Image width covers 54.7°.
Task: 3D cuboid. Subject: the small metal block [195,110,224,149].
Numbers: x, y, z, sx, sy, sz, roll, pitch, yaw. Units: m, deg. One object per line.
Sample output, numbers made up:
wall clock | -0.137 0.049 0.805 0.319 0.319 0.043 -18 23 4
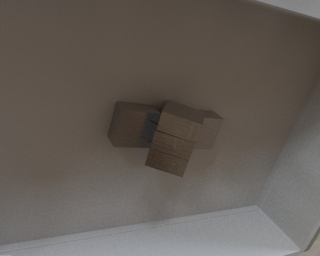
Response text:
small metal block | 0.056 0.002 0.441 0.050 0.025 0.050 3 117 -30

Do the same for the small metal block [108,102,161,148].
small metal block | -0.033 -0.003 0.388 0.050 0.025 0.050 4 117 -31

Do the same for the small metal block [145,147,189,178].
small metal block | 0.012 0.035 0.407 0.050 0.050 0.025 18 113 3

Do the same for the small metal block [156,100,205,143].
small metal block | 0.027 -0.009 0.388 0.050 0.050 0.025 19 112 3

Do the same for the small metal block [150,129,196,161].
small metal block | 0.019 0.013 0.397 0.050 0.050 0.025 18 113 3
